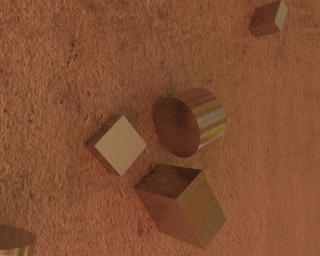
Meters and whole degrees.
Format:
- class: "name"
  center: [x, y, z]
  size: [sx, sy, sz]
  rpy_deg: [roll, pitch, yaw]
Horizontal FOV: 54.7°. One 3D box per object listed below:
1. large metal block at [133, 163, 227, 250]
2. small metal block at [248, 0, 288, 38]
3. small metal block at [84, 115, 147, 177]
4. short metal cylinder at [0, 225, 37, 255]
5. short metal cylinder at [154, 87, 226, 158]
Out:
- class: "large metal block"
  center: [0.025, 0.095, 0.390]
  size: [0.050, 0.080, 0.080]
  rpy_deg: [-42, 115, -32]
- class: "small metal block"
  center: [0.192, -0.193, 0.548]
  size: [0.025, 0.050, 0.050]
  rpy_deg: [35, 68, -35]
- class: "small metal block"
  center: [-0.051, 0.020, 0.362]
  size: [0.050, 0.025, 0.050]
  rpy_deg: [-51, 120, -28]
- class: "short metal cylinder"
  center: [-0.146, 0.111, 0.247]
  size: [0.081, 0.080, 0.050]
  rpy_deg: [15, 81, -39]
- class: "short metal cylinder"
  center: [0.038, -0.008, 0.400]
  size: [0.050, 0.080, 0.080]
  rpy_deg: [-23, 105, -38]
